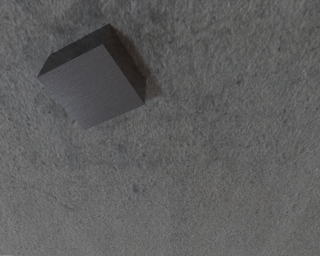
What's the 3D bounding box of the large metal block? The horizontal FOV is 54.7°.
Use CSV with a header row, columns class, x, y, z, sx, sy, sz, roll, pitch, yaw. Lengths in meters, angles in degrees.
class,x,y,z,sx,sy,sz,roll,pitch,yaw
large metal block,-0.071,-0.054,0.344,0.080,0.050,0.080,-22,127,17
